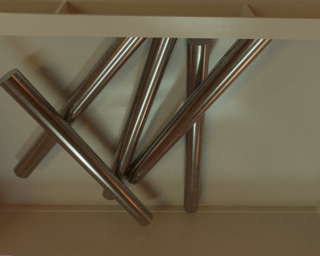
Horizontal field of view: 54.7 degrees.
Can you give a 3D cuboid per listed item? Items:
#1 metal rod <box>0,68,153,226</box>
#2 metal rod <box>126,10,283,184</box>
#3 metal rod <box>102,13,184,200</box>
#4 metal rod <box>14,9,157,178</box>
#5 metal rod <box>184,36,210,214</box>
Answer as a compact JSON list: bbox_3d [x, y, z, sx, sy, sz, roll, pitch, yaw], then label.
[{"bbox_3d":[-0.091,0.046,0.412,0.025,0.025,0.300,-22,127,17],"label":"metal rod"},{"bbox_3d":[0.028,-0.010,0.371,0.025,0.025,0.298,22,136,-18],"label":"metal rod"},{"bbox_3d":[-0.034,-0.002,0.406,0.025,0.025,0.298,14,129,-12],"label":"metal rod"},{"bbox_3d":[-0.109,-0.023,0.387,0.025,0.025,0.299,32,123,-25],"label":"metal rod"},{"bbox_3d":[0.047,0.020,0.426,0.025,0.025,0.298,-2,130,1],"label":"metal rod"}]
